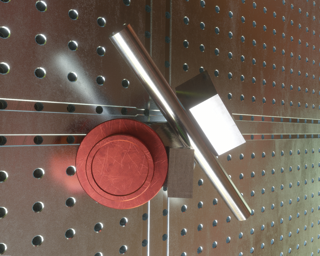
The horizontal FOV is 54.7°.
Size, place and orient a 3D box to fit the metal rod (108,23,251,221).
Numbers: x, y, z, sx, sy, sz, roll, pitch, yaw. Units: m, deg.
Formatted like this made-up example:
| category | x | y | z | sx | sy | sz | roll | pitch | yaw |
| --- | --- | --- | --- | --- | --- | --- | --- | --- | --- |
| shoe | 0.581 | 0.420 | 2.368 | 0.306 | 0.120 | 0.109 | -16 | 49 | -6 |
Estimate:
| category | x | y | z | sx | sy | sz | roll | pitch | yaw |
| --- | --- | --- | --- | --- | --- | --- | --- | --- | --- |
| metal rod | 0.038 | 0.012 | 0.372 | 0.025 | 0.025 | 0.300 | -51 | 120 | -28 |

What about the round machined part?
| category | x | y | z | sx | sy | sz | roll | pitch | yaw |
| --- | --- | --- | --- | --- | --- | --- | --- | --- | --- |
| round machined part | -0.040 | 0.038 | 0.327 | 0.099 | 0.042 | 0.097 | 0 | 93 | -2 |

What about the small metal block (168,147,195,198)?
| category | x | y | z | sx | sy | sz | roll | pitch | yaw |
| --- | --- | --- | --- | --- | --- | --- | --- | --- | --- |
| small metal block | 0.022 | 0.046 | 0.339 | 0.025 | 0.050 | 0.050 | 3 | 89 | 0 |

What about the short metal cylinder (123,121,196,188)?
| category | x | y | z | sx | sy | sz | roll | pitch | yaw |
| --- | --- | --- | --- | --- | --- | --- | --- | --- | --- |
| short metal cylinder | 0.000 | 0.031 | 0.388 | 0.081 | 0.050 | 0.079 | 0 | 90 | -40 |

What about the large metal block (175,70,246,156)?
| category | x | y | z | sx | sy | sz | roll | pitch | yaw |
| --- | --- | --- | --- | --- | --- | --- | --- | --- | --- |
| large metal block | 0.065 | -0.020 | 0.415 | 0.080 | 0.050 | 0.080 | 54 | 16 | -27 |
